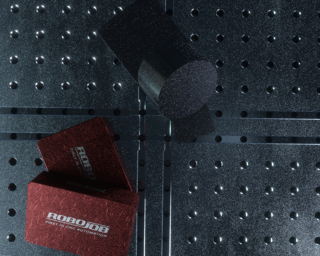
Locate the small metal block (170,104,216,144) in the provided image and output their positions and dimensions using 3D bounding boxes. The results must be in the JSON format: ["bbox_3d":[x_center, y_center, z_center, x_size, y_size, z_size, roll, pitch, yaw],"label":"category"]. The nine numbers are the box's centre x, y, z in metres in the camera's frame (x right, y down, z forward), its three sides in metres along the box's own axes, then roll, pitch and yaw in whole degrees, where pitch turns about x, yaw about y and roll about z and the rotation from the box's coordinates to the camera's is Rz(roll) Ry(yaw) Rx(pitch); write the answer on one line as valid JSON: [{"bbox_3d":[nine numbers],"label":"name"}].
[{"bbox_3d":[0.041,-0.011,0.414,0.050,0.025,0.050,-19,90,-1],"label":"small metal block"}]

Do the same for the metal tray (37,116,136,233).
[{"bbox_3d":[-0.093,0.060,0.410,0.090,0.030,0.129,-22,90,-1],"label":"metal tray"}]

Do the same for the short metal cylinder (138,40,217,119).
[{"bbox_3d":[0.021,-0.058,0.371,0.080,0.080,0.050,-38,52,0],"label":"short metal cylinder"}]

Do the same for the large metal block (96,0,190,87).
[{"bbox_3d":[-0.021,-0.111,0.401,0.080,0.050,0.080,-38,90,0],"label":"large metal block"}]

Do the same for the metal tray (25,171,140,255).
[{"bbox_3d":[-0.098,0.112,0.388,0.131,0.030,0.089,12,109,3],"label":"metal tray"}]
